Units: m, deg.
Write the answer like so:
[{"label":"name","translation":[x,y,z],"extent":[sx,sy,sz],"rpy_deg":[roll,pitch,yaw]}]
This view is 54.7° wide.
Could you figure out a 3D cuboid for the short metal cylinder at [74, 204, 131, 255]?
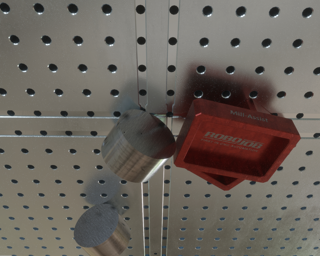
[{"label":"short metal cylinder","translation":[-0.097,0.176,0.525],"extent":[0.080,0.080,0.050],"rpy_deg":[-15,129,12]}]

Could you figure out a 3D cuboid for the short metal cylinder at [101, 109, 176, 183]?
[{"label":"short metal cylinder","translation":[-0.027,0.022,0.394],"extent":[0.080,0.080,0.050],"rpy_deg":[25,126,-20]}]

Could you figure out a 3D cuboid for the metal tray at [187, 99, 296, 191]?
[{"label":"metal tray","translation":[0.108,0.029,0.434],"extent":[0.090,0.030,0.129],"rpy_deg":[32,123,-25]}]

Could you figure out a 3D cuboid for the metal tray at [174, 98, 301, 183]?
[{"label":"metal tray","translation":[0.091,0.019,0.385],"extent":[0.131,0.030,0.089],"rpy_deg":[12,129,-10]}]
